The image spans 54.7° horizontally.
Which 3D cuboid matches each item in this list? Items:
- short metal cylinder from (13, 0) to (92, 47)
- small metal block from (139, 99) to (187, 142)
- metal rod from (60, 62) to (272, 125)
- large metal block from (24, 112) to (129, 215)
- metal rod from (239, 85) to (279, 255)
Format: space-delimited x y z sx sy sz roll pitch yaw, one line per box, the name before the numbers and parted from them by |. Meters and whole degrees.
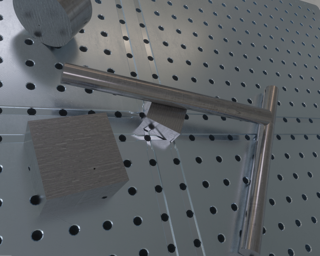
short metal cylinder | -0.135 -0.151 0.393 0.080 0.080 0.050 32 52 -7
small metal block | 0.006 -0.016 0.421 0.050 0.025 0.050 27 52 -12
metal rod | 0.025 -0.040 0.414 0.302 0.025 0.025 10 58 -23
large metal block | -0.089 0.034 0.323 0.081 0.050 0.080 -9 66 -32
metal rod | 0.154 0.042 0.465 0.025 0.025 0.300 30 52 -9
